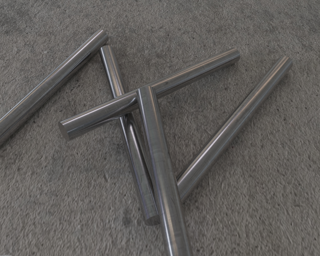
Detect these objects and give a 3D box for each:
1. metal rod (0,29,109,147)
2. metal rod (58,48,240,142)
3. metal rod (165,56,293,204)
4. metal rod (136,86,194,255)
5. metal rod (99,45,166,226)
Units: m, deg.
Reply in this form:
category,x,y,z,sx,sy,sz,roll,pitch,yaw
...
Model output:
category,x,y,z,sx,sy,sz,roll,pitch,yaw
metal rod,-0.165,-0.056,0.448,0.025,0.025,0.301,21,53,16
metal rod,0.006,-0.057,0.427,0.302,0.025,0.025,-28,55,-31
metal rod,0.105,-0.012,0.413,0.025,0.025,0.301,31,56,23
metal rod,0.010,0.081,0.307,0.025,0.025,0.299,-8,59,-7
metal rod,-0.045,-0.014,0.414,0.025,0.025,0.300,-12,51,-10
